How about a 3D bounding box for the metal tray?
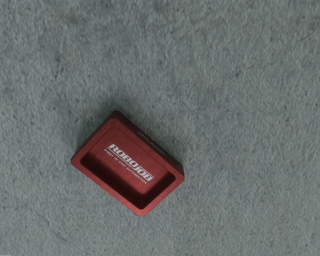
[{"bbox_3d":[-0.042,0.051,0.425,0.130,0.030,0.090,41,105,-14],"label":"metal tray"}]
